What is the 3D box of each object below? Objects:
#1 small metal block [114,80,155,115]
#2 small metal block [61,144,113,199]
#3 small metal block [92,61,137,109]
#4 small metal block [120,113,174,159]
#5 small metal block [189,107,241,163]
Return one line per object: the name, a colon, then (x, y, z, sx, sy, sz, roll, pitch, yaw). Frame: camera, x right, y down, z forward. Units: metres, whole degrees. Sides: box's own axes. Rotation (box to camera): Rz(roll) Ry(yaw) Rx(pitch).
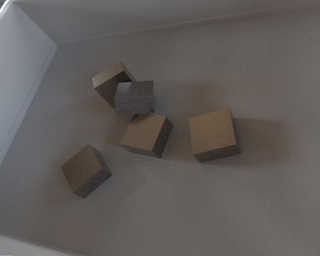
small metal block: (-0.033, -0.043, 0.428, 0.050, 0.025, 0.050, -4, 32, 2)
small metal block: (-0.100, 0.059, 0.423, 0.050, 0.025, 0.050, -40, 51, 1)
small metal block: (-0.064, -0.063, 0.461, 0.050, 0.050, 0.025, -29, 47, 10)
small metal block: (-0.017, 0.009, 0.409, 0.050, 0.025, 0.050, 9, 66, 32)
small metal block: (0.064, 0.009, 0.367, 0.050, 0.025, 0.050, -15, 55, 19)
